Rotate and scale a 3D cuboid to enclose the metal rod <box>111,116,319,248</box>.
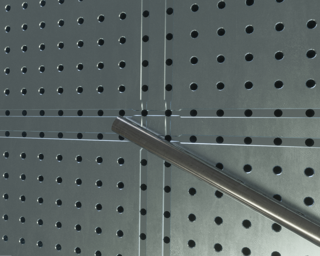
[{"bbox_3d":[0.067,0.061,0.388,0.301,0.025,0.025,28,99,17],"label":"metal rod"}]
